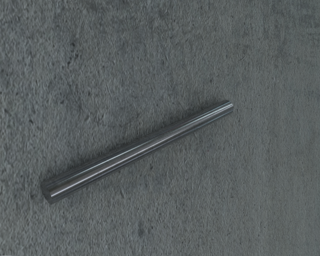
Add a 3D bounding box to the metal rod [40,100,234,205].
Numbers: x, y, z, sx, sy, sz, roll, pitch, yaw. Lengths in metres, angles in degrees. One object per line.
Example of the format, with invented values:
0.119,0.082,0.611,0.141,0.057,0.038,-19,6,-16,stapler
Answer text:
-0.003,0.016,0.400,0.302,0.025,0.025,-24,105,-37,metal rod
